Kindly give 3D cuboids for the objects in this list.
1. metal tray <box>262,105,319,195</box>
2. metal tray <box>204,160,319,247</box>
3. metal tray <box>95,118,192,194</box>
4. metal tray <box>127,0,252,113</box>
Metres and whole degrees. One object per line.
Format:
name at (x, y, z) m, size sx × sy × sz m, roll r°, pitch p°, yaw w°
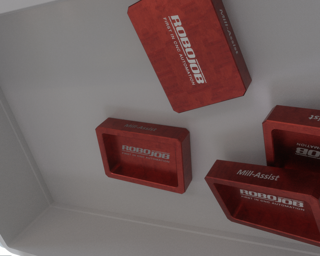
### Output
metal tray at (0.173, 0.029, 0.304) m, size 0.130 × 0.030 × 0.090 m, roll 12°, pitch 133°, yaw 38°
metal tray at (0.126, 0.084, 0.357) m, size 0.130 × 0.030 × 0.090 m, roll 3°, pitch 134°, yaw 45°
metal tray at (-0.023, 0.038, 0.440) m, size 0.130 × 0.030 × 0.089 m, roll 8°, pitch 122°, yaw 24°
metal tray at (0.033, -0.087, 0.334) m, size 0.090 × 0.030 × 0.129 m, roll -14°, pitch 111°, yaw 34°
